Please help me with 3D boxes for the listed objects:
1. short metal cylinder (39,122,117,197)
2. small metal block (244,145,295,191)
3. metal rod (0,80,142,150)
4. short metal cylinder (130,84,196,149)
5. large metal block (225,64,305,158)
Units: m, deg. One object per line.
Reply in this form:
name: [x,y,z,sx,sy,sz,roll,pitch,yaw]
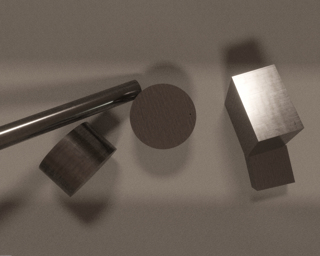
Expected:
short metal cylinder: [-0.100,0.038,0.383,0.050,0.080,0.080,43,90,-1]
small metal block: [0.145,0.052,0.413,0.050,0.025,0.050,-13,90,-1]
metal rod: [-0.157,0.003,0.353,0.302,0.025,0.025,-23,90,-23]
short metal cylinder: [0.004,-0.014,0.399,0.081,0.050,0.079,0,90,-1]
large metal block: [0.120,-0.017,0.375,0.050,0.080,0.080,-17,71,0]
